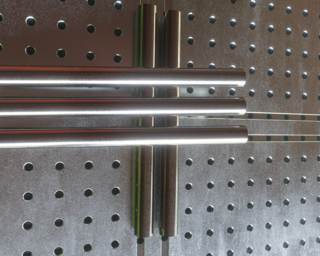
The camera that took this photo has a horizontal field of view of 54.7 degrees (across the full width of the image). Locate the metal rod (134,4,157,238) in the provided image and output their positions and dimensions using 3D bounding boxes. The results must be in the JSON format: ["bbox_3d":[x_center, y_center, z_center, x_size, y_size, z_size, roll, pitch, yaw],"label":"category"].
[{"bbox_3d":[-0.019,-0.010,0.407,0.025,0.025,0.298,1,90,-20],"label":"metal rod"}]

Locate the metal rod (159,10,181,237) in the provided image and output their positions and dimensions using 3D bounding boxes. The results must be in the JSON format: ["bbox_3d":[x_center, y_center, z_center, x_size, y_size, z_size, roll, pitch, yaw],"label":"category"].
[{"bbox_3d":[0.014,-0.006,0.419,0.025,0.025,0.298,1,90,-20],"label":"metal rod"}]

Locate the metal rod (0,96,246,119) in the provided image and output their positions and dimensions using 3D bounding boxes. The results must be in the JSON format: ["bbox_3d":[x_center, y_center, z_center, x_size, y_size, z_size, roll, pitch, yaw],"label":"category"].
[{"bbox_3d":[-0.039,-0.026,0.377,0.302,0.025,0.025,-1,91,-12],"label":"metal rod"}]

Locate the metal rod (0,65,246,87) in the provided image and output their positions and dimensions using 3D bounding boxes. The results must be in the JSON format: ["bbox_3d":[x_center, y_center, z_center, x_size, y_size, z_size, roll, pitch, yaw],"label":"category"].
[{"bbox_3d":[-0.040,-0.062,0.376,0.302,0.025,0.025,-2,91,-12],"label":"metal rod"}]

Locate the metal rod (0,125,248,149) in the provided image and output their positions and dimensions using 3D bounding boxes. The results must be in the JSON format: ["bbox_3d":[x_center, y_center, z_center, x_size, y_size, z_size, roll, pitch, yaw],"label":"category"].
[{"bbox_3d":[-0.038,0.010,0.377,0.302,0.025,0.025,-1,90,-12],"label":"metal rod"}]
